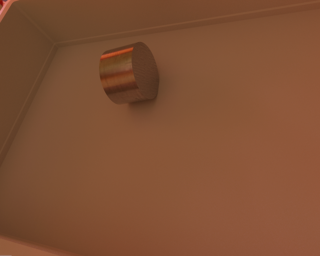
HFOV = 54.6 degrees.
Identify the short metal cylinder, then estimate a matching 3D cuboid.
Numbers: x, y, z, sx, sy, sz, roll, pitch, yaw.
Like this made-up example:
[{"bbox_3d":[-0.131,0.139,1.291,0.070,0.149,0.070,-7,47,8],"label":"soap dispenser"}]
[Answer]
[{"bbox_3d":[-0.042,-0.076,0.440,0.050,0.080,0.080,-8,58,24],"label":"short metal cylinder"}]
